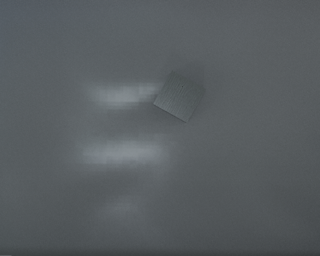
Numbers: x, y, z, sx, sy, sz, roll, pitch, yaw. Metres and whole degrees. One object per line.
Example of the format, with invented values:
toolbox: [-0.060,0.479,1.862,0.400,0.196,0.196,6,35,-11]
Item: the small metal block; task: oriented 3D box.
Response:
small metal block: [0.025,-0.041,0.412,0.050,0.025,0.050,29,90,0]
